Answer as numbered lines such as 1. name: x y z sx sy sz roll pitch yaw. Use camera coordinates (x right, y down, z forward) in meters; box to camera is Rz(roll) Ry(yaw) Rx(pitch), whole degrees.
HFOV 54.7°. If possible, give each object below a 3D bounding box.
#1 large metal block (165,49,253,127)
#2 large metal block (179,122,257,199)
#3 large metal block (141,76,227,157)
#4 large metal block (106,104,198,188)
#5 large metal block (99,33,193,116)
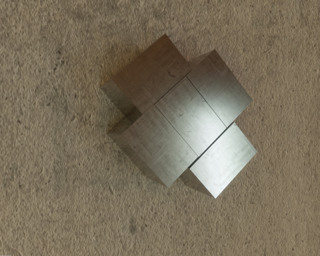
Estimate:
1. large metal block: 0.058 -0.047 0.404 0.050 0.080 0.080 -44 104 -15
2. large metal block: 0.064 0.038 0.406 0.080 0.080 0.050 -44 104 -15
3. large metal block: 0.023 -0.013 0.391 0.050 0.080 0.080 -44 104 -15
4. large metal block: -0.013 0.020 0.378 0.050 0.080 0.080 -44 104 -15
5. large metal block: -0.020 -0.060 0.375 0.080 0.080 0.050 -44 104 -15
